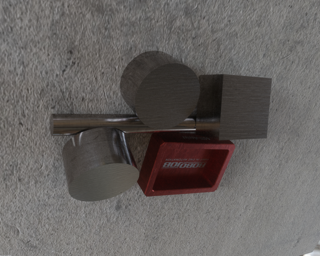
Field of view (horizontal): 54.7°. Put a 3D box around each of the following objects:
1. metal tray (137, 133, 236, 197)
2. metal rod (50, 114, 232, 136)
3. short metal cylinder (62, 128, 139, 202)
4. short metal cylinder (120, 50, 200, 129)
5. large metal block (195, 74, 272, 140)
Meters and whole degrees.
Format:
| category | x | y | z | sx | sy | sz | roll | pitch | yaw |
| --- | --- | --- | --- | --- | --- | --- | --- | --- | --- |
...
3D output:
| category | x | y | z | sx | sy | sz | roll | pitch | yaw |
| --- | --- | --- | --- | --- | --- | --- | --- | --- | --- |
| metal tray | 0.040 | 0.054 | 0.459 | 0.131 | 0.030 | 0.089 | 3 | 117 | -30 |
| metal rod | 0.014 | -0.006 | 0.414 | 0.303 | 0.025 | 0.025 | -1 | 119 | -28 |
| short metal cylinder | -0.070 | 0.044 | 0.365 | 0.081 | 0.050 | 0.080 | -15 | 145 | -11 |
| short metal cylinder | -0.001 | -0.045 | 0.364 | 0.081 | 0.050 | 0.079 | -14 | 124 | -21 |
| large metal block | 0.097 | -0.028 | 0.412 | 0.081 | 0.050 | 0.079 | -1 | 98 | -28 |
